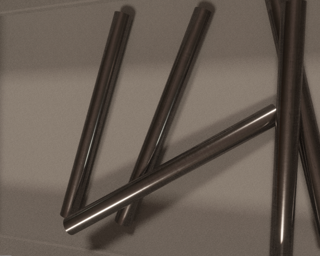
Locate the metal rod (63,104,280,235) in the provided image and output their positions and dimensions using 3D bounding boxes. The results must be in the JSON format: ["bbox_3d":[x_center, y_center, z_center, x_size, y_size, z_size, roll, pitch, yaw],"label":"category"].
[{"bbox_3d":[0.009,0.056,0.386,0.300,0.025,0.025,-30,80,9],"label":"metal rod"}]

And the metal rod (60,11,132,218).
[{"bbox_3d":[-0.092,-0.014,0.441,0.025,0.025,0.298,18,96,18],"label":"metal rod"}]

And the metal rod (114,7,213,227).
[{"bbox_3d":[0.002,-0.009,0.408,0.025,0.025,0.298,23,97,18],"label":"metal rod"}]

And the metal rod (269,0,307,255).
[{"bbox_3d":[0.140,0.017,0.342,0.025,0.025,0.298,2,98,19],"label":"metal rod"}]

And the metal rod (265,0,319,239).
[{"bbox_3d":[0.161,-0.025,0.353,0.025,0.025,0.298,-12,86,19],"label":"metal rod"}]
